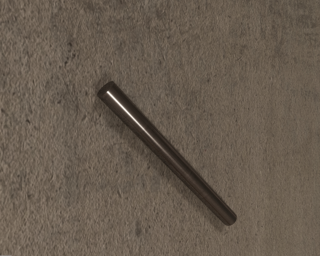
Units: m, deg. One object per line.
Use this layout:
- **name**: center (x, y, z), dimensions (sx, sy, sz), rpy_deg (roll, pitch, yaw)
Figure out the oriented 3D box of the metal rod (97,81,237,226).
- **metal rod**: center (0.025, 0.051, 0.428), dimensions (0.300, 0.025, 0.025), rpy_deg (48, 62, -30)
